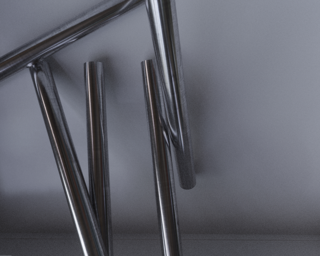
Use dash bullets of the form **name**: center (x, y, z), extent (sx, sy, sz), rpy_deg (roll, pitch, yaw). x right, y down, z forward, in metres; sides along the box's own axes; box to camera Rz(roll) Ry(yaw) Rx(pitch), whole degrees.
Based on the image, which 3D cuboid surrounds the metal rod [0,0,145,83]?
- **metal rod**: center (-0.149, -0.088, 0.361), extent (0.301, 0.025, 0.025), rpy_deg (-27, 108, 3)

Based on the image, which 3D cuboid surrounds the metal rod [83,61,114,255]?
- **metal rod**: center (-0.073, 0.070, 0.372), extent (0.025, 0.025, 0.298), rpy_deg (-4, 86, 1)

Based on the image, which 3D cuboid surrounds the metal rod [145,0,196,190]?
- **metal rod**: center (0.017, -0.026, 0.338), extent (0.025, 0.025, 0.298), rpy_deg (-9, 135, 3)

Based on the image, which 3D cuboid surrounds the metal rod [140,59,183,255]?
- **metal rod**: center (0.005, 0.066, 0.373), extent (0.025, 0.025, 0.298), rpy_deg (-7, 86, 2)

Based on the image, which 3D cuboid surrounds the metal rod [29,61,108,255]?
- **metal rod**: center (-0.100, 0.061, 0.355), extent (0.025, 0.025, 0.299), rpy_deg (-21, 79, 7)
